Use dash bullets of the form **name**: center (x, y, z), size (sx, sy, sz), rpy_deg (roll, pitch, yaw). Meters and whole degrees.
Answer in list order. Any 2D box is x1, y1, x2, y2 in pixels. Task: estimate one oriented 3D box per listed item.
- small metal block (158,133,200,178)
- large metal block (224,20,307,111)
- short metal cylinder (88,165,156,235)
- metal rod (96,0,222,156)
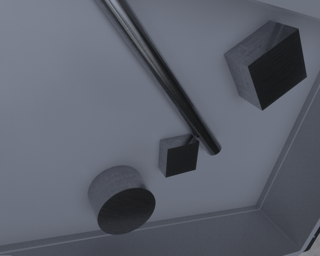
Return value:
- **small metal block**: center (0.027, 0.039, 0.450), size (0.050, 0.025, 0.050), rpy_deg (-11, 123, -23)
- **large metal block**: center (0.145, -0.085, 0.422), size (0.080, 0.050, 0.080), rpy_deg (-37, 130, -4)
- **short metal cylinder**: center (-0.053, 0.099, 0.426), size (0.081, 0.050, 0.079), rpy_deg (-14, 125, -21)
- **metal rod**: center (0.009, -0.057, 0.379), size (0.025, 0.025, 0.300), rpy_deg (-40, 130, -1)
